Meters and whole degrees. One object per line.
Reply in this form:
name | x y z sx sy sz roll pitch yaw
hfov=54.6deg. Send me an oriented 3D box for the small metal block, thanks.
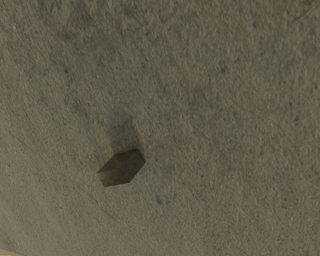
small metal block | -0.057 0.059 0.458 0.050 0.050 0.025 -16 110 35
